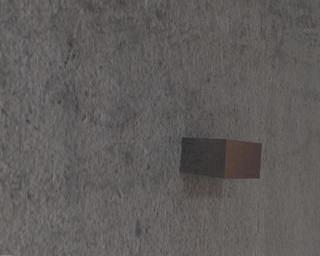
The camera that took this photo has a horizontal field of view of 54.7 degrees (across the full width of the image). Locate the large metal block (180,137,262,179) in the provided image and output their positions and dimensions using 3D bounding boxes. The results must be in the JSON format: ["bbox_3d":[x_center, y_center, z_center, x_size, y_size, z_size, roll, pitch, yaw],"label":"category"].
[{"bbox_3d":[0.087,0.042,0.444,0.081,0.080,0.050,7,85,-40],"label":"large metal block"}]
